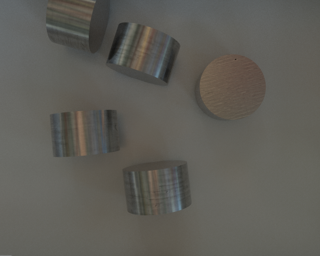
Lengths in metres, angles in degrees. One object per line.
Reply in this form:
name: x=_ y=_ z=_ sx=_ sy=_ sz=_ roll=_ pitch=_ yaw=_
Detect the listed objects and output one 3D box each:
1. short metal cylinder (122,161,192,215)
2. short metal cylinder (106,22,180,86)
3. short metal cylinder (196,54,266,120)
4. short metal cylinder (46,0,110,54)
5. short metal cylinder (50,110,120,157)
short metal cylinder: x=-0.003 y=0.071 z=0.384 sx=0.081 sy=0.080 sz=0.050 roll=-7 pitch=90 yaw=0
short metal cylinder: x=-0.021 y=-0.089 z=0.384 sx=0.080 sy=0.080 sz=0.050 roll=18 pitch=90 yaw=-1
short metal cylinder: x=0.088 y=-0.050 z=0.400 sx=0.081 sy=0.050 sz=0.079 roll=0 pitch=90 yaw=-1
short metal cylinder: x=-0.098 y=-0.138 z=0.383 sx=0.050 sy=0.080 sz=0.080 roll=16 pitch=90 yaw=0
short metal cylinder: x=-0.092 y=0.006 z=0.383 sx=0.081 sy=0.080 sz=0.050 roll=-5 pitch=90 yaw=-1
